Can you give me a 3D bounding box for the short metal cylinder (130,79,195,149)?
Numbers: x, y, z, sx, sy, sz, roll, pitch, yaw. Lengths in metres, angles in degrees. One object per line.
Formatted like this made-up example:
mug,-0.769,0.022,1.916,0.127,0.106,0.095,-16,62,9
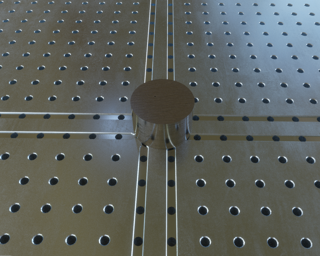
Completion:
short metal cylinder,0.003,-0.019,0.407,0.080,0.050,0.080,0,50,0
